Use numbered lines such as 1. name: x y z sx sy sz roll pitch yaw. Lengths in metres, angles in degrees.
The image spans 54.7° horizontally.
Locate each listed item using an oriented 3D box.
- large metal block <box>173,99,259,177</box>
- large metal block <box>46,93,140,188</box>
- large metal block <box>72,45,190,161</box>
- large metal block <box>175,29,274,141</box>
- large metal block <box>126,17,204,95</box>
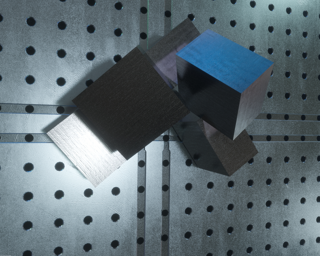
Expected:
1. large metal block: 0.069 0.011 0.408 0.050 0.080 0.080 -36 102 -17
2. large metal block: -0.076 0.011 0.371 0.080 0.050 0.080 -41 104 -16
3. large metal block: -0.028 -0.028 0.320 0.080 0.050 0.080 -38 104 10
4. large metal block: 0.065 -0.046 0.333 0.080 0.080 0.050 38 68 27
5. large metal block: 0.006 -0.081 0.385 0.080 0.080 0.050 -43 104 -15
